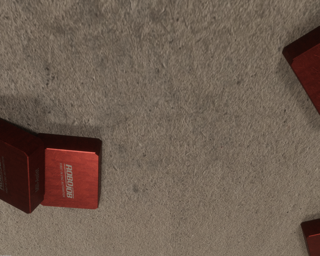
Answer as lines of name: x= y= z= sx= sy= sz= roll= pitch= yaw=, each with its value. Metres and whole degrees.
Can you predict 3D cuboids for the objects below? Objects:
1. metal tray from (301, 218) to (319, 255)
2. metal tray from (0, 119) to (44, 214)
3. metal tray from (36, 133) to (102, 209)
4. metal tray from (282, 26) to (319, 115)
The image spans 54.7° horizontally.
metal tray: x=0.329 y=0.217 z=0.594 sx=0.090 sy=0.030 sz=0.130 roll=-19 pitch=128 yaw=14
metal tray: x=-0.206 y=0.052 z=0.424 sx=0.090 sy=0.030 sz=0.129 roll=25 pitch=129 yaw=8
metal tray: x=-0.135 y=0.068 z=0.460 sx=0.091 sy=0.030 sz=0.129 roll=6 pitch=130 yaw=-6
metal tray: x=0.212 y=-0.062 z=0.354 sx=0.090 sy=0.030 sz=0.130 roll=-32 pitch=124 yaw=24
